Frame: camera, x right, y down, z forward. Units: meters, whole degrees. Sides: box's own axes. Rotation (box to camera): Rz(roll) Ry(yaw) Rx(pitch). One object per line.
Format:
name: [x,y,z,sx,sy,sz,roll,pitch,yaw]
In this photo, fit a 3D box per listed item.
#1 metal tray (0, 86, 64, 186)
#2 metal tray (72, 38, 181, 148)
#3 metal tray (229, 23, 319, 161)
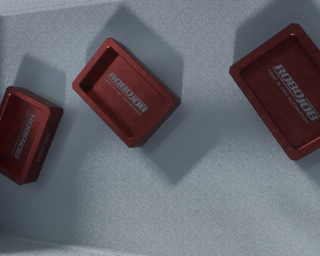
metal tray: [-0.215,0.011,0.481,0.090,0.030,0.129,26,98,17]
metal tray: [-0.048,-0.048,0.423,0.130,0.030,0.090,45,103,14]
metal tray: [0.153,-0.040,0.354,0.090,0.030,0.130,-35,79,16]
